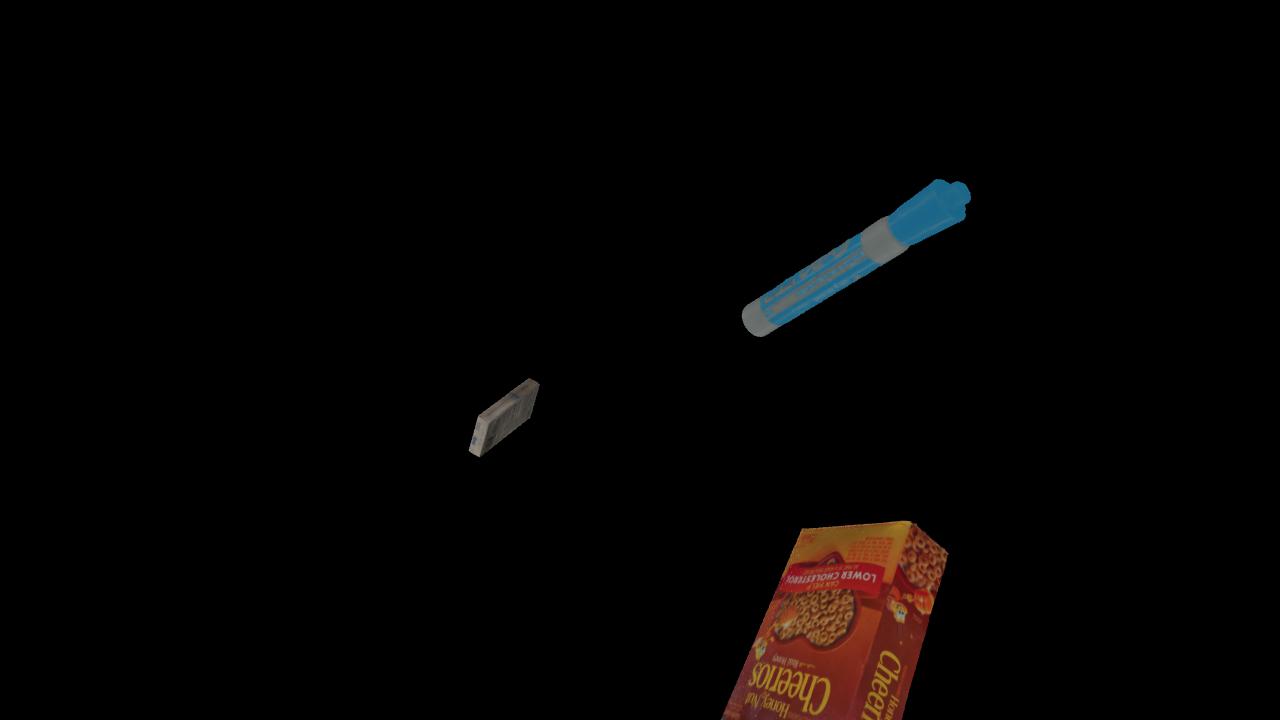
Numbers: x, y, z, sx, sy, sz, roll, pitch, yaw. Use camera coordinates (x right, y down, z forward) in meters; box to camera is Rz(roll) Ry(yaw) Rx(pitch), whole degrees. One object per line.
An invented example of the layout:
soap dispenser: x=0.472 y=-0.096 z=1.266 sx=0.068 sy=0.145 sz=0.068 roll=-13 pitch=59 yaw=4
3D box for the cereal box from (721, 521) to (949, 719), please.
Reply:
cereal box: x=0.226 y=0.345 z=0.735 sx=0.081 sy=0.306 sz=0.203 roll=40 pitch=-29 yaw=-9

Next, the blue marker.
blue marker: x=0.091 y=-0.042 z=0.277 sx=0.020 sy=0.020 sz=0.121 roll=0 pitch=-21 yaw=-32

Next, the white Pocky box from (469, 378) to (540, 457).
white Pocky box: x=-0.232 y=0.098 z=1.064 sx=0.028 sy=0.084 sz=0.154 roll=29 pitch=31 yaw=11
